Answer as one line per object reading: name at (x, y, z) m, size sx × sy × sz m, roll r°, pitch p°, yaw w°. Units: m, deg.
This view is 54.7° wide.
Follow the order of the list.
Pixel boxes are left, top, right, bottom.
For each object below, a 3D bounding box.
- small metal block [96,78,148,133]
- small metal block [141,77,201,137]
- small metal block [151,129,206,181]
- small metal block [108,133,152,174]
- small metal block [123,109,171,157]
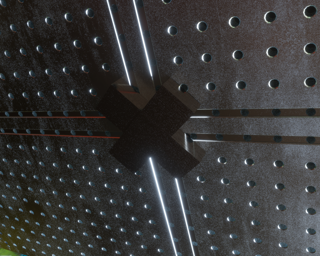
small metal block at (-0.051, -0.030, 0.418) m, size 0.050 × 0.025 × 0.050 m, roll 42°, pitch 129°, yaw -1°
small metal block at (0.014, -0.025, 0.387) m, size 0.050 × 0.025 × 0.050 m, roll 41°, pitch 129°, yaw -1°
small metal block at (0.025, 0.036, 0.419) m, size 0.050 × 0.025 × 0.050 m, roll 42°, pitch 129°, yaw -1°
small metal block at (-0.039, 0.032, 0.450) m, size 0.050 × 0.025 × 0.050 m, roll 41°, pitch 129°, yaw -1°
small metal block at (-0.013, 0.003, 0.417) m, size 0.050 × 0.025 × 0.050 m, roll 41°, pitch 129°, yaw -1°
